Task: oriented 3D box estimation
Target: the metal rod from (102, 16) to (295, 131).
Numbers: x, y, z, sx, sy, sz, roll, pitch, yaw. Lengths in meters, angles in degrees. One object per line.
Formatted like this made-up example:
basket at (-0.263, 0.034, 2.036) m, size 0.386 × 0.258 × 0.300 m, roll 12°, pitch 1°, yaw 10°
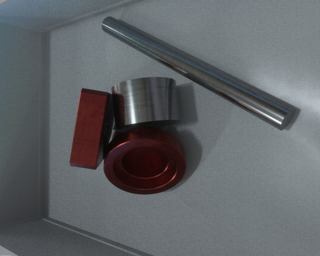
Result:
metal rod at (0.024, -0.082, 0.385) m, size 0.300 × 0.025 × 0.025 m, roll 36°, pitch 112°, yaw 33°

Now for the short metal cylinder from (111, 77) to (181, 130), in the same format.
short metal cylinder at (-0.017, -0.028, 0.383) m, size 0.080 × 0.081 × 0.050 m, roll -12°, pitch 83°, yaw 39°

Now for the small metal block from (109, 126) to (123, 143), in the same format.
small metal block at (-0.057, 0.022, 0.433) m, size 0.025 × 0.050 × 0.050 m, roll 17°, pitch 105°, yaw -6°

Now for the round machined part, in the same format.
round machined part at (-0.018, 0.036, 0.385) m, size 0.098 × 0.098 × 0.042 m, roll -46°, pitch 28°, yaw 30°

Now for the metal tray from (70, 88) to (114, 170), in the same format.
metal tray at (-0.084, -0.002, 0.410) m, size 0.030 × 0.130 × 0.089 m, roll 9°, pitch 93°, yaw -4°
